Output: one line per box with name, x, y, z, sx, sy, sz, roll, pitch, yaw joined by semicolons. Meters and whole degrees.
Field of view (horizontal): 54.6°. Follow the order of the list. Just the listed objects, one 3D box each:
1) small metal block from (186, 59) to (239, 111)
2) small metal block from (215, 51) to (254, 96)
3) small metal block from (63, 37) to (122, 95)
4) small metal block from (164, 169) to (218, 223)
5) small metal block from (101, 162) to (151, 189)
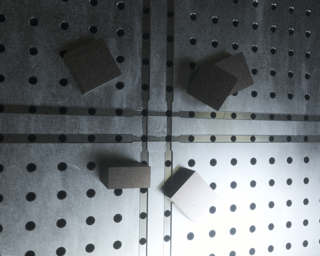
small metal block;0.070;-0.058;0.421;0.050;0.025;0.050;31;105;1
small metal block;0.101;-0.076;0.449;0.050;0.025;0.050;-26;99;-18
small metal block;-0.083;-0.076;0.382;0.050;0.025;0.050;-31;100;-17
small metal block;0.043;0.093;0.428;0.050;0.025;0.050;-45;104;-14
small metal block;-0.043;0.058;0.383;0.050;0.050;0.025;2;90;-20
